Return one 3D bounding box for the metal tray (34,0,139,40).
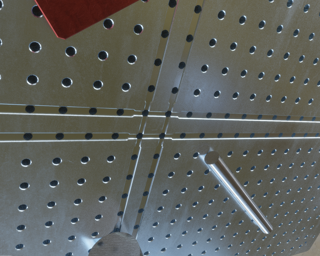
[{"bbox_3d":[-0.059,-0.152,0.282,0.131,0.030,0.090,-32,129,-8],"label":"metal tray"}]

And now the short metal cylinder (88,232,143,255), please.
[{"bbox_3d":[-0.064,0.208,0.471,0.081,0.080,0.050,-24,128,-14],"label":"short metal cylinder"}]

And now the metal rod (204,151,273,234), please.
[{"bbox_3d":[0.158,0.133,0.582,0.025,0.025,0.300,-42,130,0],"label":"metal rod"}]
